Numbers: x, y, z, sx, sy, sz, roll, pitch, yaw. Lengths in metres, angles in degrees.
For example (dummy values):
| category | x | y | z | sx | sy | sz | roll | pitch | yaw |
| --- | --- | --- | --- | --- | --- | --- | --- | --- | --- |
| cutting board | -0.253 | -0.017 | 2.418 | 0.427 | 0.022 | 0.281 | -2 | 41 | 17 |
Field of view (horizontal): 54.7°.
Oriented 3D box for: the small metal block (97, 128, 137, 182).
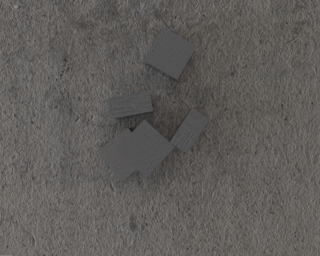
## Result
| category | x | y | z | sx | sy | sz | roll | pitch | yaw |
| --- | --- | --- | --- | --- | --- | --- | --- | --- | --- |
| small metal block | -0.046 | 0.034 | 0.410 | 0.050 | 0.025 | 0.050 | -38 | 90 | 0 |

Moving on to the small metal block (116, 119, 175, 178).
| category | x | y | z | sx | sy | sz | roll | pitch | yaw |
| --- | --- | --- | --- | --- | --- | --- | --- | --- | --- |
| small metal block | -0.018 | 0.025 | 0.385 | 0.050 | 0.025 | 0.050 | 43 | 88 | -1 |

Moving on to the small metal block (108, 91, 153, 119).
| category | x | y | z | sx | sy | sz | roll | pitch | yaw |
| --- | --- | --- | --- | --- | --- | --- | --- | --- | --- |
| small metal block | -0.035 | -0.028 | 0.397 | 0.050 | 0.050 | 0.025 | -11 | 90 | 0 |

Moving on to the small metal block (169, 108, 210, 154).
| category | x | y | z | sx | sy | sz | roll | pitch | yaw |
| --- | --- | --- | --- | --- | --- | --- | --- | --- | --- |
| small metal block | 0.036 | 0.003 | 0.398 | 0.025 | 0.050 | 0.050 | 33 | 90 | 0 |

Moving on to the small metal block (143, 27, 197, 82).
| category | x | y | z | sx | sy | sz | roll | pitch | yaw |
| --- | --- | --- | --- | --- | --- | --- | --- | --- | --- |
| small metal block | 0.013 | -0.096 | 0.410 | 0.050 | 0.025 | 0.050 | 30 | 90 | 0 |
